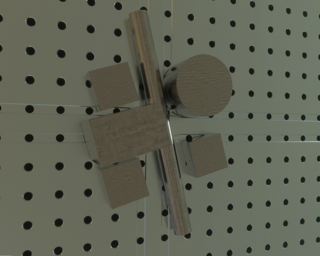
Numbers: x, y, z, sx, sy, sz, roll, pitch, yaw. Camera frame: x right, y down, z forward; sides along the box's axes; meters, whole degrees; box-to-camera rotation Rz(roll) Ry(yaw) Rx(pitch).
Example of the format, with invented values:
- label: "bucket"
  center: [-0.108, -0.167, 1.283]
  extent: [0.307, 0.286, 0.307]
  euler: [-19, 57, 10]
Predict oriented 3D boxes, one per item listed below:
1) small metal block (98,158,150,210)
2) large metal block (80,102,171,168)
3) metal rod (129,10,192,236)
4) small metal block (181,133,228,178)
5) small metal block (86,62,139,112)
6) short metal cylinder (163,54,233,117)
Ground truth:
- label: "small metal block"
  center: [-0.047, 0.069, 0.396]
  extent: [0.050, 0.025, 0.050]
  euler: [-17, 96, -20]
- label: "large metal block"
  center: [-0.044, 0.006, 0.366]
  extent: [0.081, 0.080, 0.050]
  euler: [-16, 96, -20]
- label: "metal rod"
  center: [0.002, -0.004, 0.414]
  extent: [0.025, 0.025, 0.298]
  euler: [-13, 95, -20]
- label: "small metal block"
  center: [0.063, 0.037, 0.437]
  extent: [0.050, 0.025, 0.050]
  euler: [-16, 96, -20]
- label: "small metal block"
  center: [-0.060, -0.051, 0.391]
  extent: [0.050, 0.025, 0.050]
  euler: [-19, 97, -19]
- label: "short metal cylinder"
  center: [0.049, -0.055, 0.418]
  extent: [0.081, 0.050, 0.079]
  euler: [0, 90, -21]
